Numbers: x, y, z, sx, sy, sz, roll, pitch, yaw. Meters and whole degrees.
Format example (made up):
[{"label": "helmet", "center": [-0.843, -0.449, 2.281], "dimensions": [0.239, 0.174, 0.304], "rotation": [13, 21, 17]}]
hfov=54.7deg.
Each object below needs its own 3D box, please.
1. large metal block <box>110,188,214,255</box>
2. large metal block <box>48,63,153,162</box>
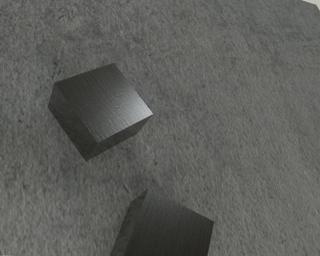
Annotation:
[{"label": "large metal block", "center": [0.001, 0.121, 0.315], "dimensions": [0.080, 0.050, 0.080], "rotation": [29, 52, -10]}, {"label": "large metal block", "center": [-0.070, -0.020, 0.364], "dimensions": [0.081, 0.050, 0.080], "rotation": [-30, 79, -38]}]
